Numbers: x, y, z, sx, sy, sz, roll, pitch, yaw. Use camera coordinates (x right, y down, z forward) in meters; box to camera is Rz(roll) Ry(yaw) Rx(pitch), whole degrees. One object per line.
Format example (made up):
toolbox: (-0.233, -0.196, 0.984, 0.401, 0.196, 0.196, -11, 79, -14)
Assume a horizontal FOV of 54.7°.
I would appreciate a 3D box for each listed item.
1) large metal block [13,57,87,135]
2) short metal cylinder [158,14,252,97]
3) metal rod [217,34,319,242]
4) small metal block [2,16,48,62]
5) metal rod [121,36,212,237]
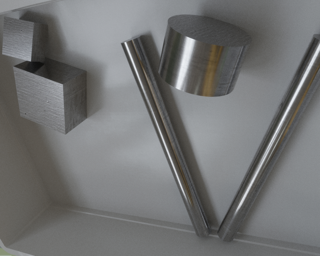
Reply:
large metal block: (-0.153, -0.048, 0.441, 0.080, 0.050, 0.079, 20, 126, 15)
short metal cylinder: (0.042, -0.073, 0.305, 0.080, 0.080, 0.050, 23, 127, 14)
metal rod: (0.124, 0.038, 0.366, 0.025, 0.025, 0.298, 23, 127, 14)
small metal block: (-0.183, -0.120, 0.419, 0.050, 0.025, 0.050, 16, 106, 18)
metal rod: (0.016, 0.026, 0.415, 0.025, 0.025, 0.298, -8, 115, 31)
